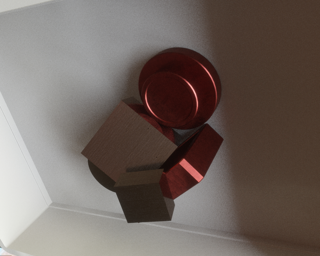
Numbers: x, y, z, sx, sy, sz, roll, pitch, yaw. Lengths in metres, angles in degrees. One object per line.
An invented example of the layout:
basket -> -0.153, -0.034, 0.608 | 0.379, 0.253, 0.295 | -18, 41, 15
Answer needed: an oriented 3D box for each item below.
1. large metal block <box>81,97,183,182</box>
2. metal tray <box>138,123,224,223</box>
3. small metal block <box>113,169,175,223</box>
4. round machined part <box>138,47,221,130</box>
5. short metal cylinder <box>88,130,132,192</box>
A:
large metal block -> -0.032, 0.020, 0.372 | 0.080, 0.050, 0.080 | 40, 104, 1
metal tray -> 0.015, 0.058, 0.390 | 0.030, 0.090, 0.129 | 45, 129, -2
small metal block -> -0.016, 0.074, 0.336 | 0.050, 0.025, 0.050 | -9, 114, 17
round machined part -> 0.018, -0.040, 0.360 | 0.098, 0.042, 0.097 | 13, 124, 20
short metal cylinder -> -0.055, 0.047, 0.447 | 0.080, 0.050, 0.079 | 13, 124, 20
